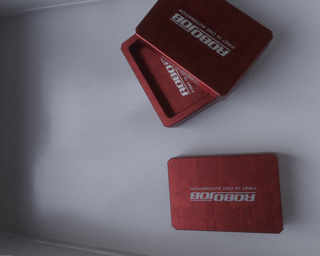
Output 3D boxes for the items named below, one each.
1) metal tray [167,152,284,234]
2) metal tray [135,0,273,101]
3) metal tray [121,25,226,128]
[{"bbox_3d":[0.078,0.078,0.380,0.130,0.030,0.089,-4,89,19],"label":"metal tray"},{"bbox_3d":[0.049,-0.105,0.359,0.130,0.030,0.090,39,90,10],"label":"metal tray"},{"bbox_3d":[0.018,-0.076,0.401,0.090,0.030,0.130,-32,80,17],"label":"metal tray"}]
